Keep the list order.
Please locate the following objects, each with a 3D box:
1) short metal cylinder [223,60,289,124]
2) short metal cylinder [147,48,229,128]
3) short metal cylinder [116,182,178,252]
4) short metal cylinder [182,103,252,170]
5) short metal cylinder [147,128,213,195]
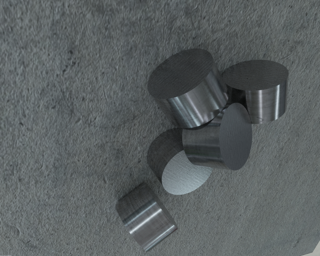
[{"bbox_3d":[0.125,-0.049,0.409,0.081,0.080,0.050,-24,127,-14],"label":"short metal cylinder"},{"bbox_3d":[0.033,-0.046,0.360,0.080,0.080,0.050,-39,129,-2],"label":"short metal cylinder"},{"bbox_3d":[-0.018,0.124,0.438,0.050,0.080,0.080,-37,129,-4],"label":"short metal cylinder"},{"bbox_3d":[0.072,0.010,0.381,0.081,0.050,0.079,-1,92,-48],"label":"short metal cylinder"},{"bbox_3d":[0.028,0.046,0.434,0.081,0.050,0.079,-14,124,-21],"label":"short metal cylinder"}]
